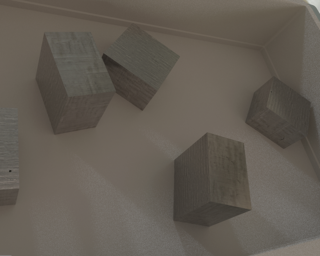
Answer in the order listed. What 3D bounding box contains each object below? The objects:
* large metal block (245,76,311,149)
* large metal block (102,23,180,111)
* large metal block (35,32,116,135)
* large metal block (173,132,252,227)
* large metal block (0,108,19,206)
[{"bbox_3d":[0.198,-0.026,0.515,0.080,0.050,0.080,33,51,-7],"label":"large metal block"},{"bbox_3d":[-0.031,-0.084,0.426,0.080,0.050,0.080,34,51,-6],"label":"large metal block"},{"bbox_3d":[-0.099,-0.049,0.348,0.050,0.080,0.080,-12,68,-34],"label":"large metal block"},{"bbox_3d":[0.057,0.063,0.364,0.050,0.080,0.080,16,55,-20],"label":"large metal block"},{"bbox_3d":[-0.174,0.027,0.280,0.081,0.050,0.080,1,61,-28],"label":"large metal block"}]
